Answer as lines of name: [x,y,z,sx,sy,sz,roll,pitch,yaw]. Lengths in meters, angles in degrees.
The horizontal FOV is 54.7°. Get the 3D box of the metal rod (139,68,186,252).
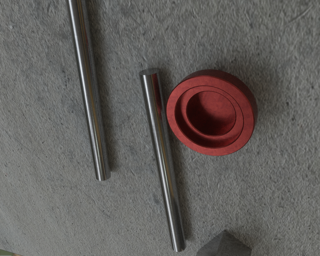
metal rod: [0.009,0.063,0.439,0.025,0.025,0.298,5,121,25]

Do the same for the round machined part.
round machined part: [0.060,-0.020,0.351,0.098,0.042,0.097,13,124,20]

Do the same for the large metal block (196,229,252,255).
large metal block: [0.084,0.212,0.458,0.050,0.080,0.079,36,129,4]

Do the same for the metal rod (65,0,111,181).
metal rod: [-0.095,-0.050,0.423,0.025,0.025,0.298,12,124,21]
